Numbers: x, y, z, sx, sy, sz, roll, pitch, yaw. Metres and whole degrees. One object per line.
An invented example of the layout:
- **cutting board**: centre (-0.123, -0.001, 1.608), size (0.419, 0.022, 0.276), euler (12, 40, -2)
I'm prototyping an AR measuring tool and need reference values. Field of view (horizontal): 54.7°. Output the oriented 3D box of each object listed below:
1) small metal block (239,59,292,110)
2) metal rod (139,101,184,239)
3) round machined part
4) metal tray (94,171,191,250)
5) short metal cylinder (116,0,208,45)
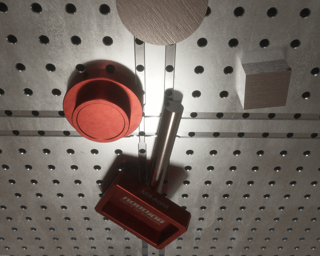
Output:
- **small metal block**: centre (0.124, -0.051, 0.370), size (0.050, 0.025, 0.050), euler (-6, 130, 4)
- **metal rod**: centre (-0.008, 0.085, 0.483), size (0.025, 0.025, 0.298), euler (7, 130, -7)
- **round machined part**: centre (-0.070, -0.020, 0.383), size (0.099, 0.042, 0.097), euler (-1, 130, 0)
- **metal tray**: centre (-0.029, 0.133, 0.490), size (0.130, 0.030, 0.089), euler (33, 130, -5)
- **short metal cylinder**: centre (0.002, -0.125, 0.289), size (0.081, 0.050, 0.079), euler (0, 130, 0)
